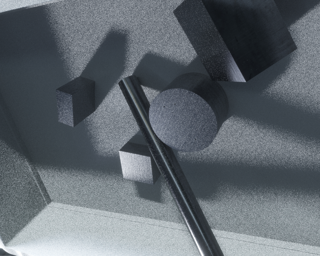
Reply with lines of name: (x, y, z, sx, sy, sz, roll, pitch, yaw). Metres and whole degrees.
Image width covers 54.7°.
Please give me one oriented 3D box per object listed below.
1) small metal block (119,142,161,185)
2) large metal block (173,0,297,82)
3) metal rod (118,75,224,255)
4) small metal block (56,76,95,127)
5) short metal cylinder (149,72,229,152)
small metal block: (-0.029, 0.052, 0.454, 0.050, 0.025, 0.050, 9, 122, 23)
large metal block: (0.061, -0.089, 0.276, 0.050, 0.080, 0.080, -33, 103, -3)
metal rod: (0.024, 0.072, 0.374, 0.025, 0.025, 0.299, -32, 81, 37)
small metal block: (-0.115, -0.037, 0.428, 0.025, 0.050, 0.050, 20, 126, 16)
short metal cylinder: (0.034, -0.019, 0.362, 0.080, 0.050, 0.079, 13, 124, 20)
